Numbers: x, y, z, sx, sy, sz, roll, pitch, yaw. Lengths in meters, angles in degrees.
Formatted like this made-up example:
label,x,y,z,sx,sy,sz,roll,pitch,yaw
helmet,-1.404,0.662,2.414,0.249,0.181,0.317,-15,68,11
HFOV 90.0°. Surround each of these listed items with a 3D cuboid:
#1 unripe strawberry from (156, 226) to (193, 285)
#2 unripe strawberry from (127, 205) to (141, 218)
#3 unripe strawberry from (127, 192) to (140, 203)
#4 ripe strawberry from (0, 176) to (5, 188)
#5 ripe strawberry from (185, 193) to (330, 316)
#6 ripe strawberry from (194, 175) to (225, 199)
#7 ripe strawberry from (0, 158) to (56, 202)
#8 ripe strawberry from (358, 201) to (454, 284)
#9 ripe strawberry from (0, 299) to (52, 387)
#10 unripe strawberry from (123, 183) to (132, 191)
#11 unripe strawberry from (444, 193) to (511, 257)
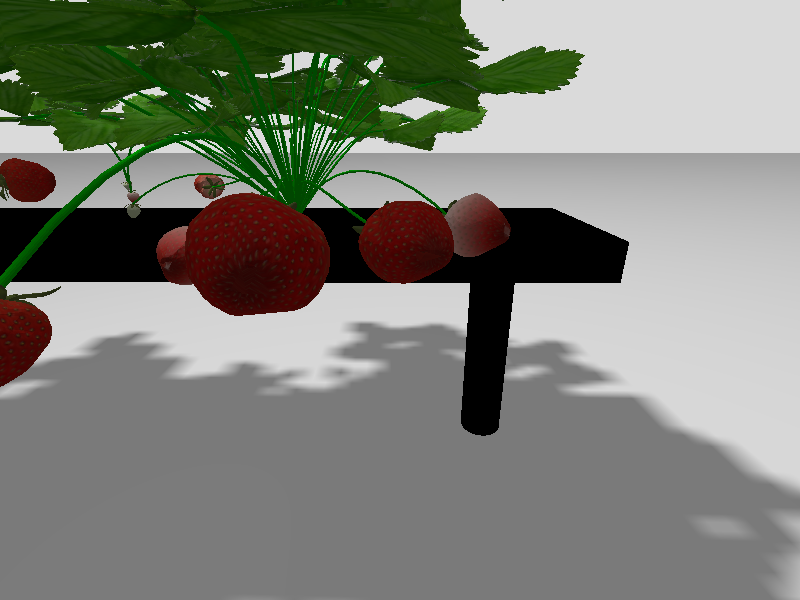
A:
label,x,y,z,sx,sy,sz,roll,pitch,yaw
unripe strawberry,-0.100,-0.020,0.187,0.026,0.028,0.028,1,22,3
unripe strawberry,-0.238,-0.079,0.357,0.010,0.012,0.012,13,22,-1
unripe strawberry,-0.281,-0.108,0.423,0.011,0.011,0.011,9,23,22
ripe strawberry,-0.549,-0.172,0.564,0.032,0.028,0.033,-1,21,-2
ripe strawberry,-0.052,-0.015,0.146,0.052,0.045,0.052,-4,23,-10
ripe strawberry,-0.223,-0.133,0.467,0.029,0.029,0.032,20,29,41
ripe strawberry,-0.404,-0.131,0.438,0.044,0.046,0.040,-15,26,-35
ripe strawberry,0.004,-0.025,0.180,0.043,0.039,0.039,-11,25,-26
ripe strawberry,-0.112,0.011,0.107,0.024,0.027,0.028,2,-20,5
unripe strawberry,-0.349,-0.145,0.514,0.010,0.010,0.011,-19,29,-40
unripe strawberry,0.046,-0.042,0.232,0.038,0.037,0.035,19,28,37
